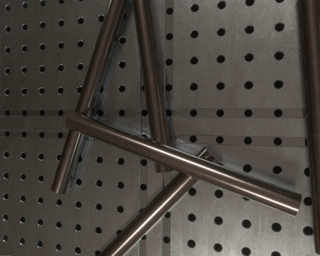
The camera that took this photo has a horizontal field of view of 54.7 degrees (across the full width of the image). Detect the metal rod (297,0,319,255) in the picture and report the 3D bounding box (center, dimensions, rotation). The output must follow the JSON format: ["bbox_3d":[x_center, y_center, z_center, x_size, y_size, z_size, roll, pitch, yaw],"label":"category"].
[{"bbox_3d":[0.178,-0.010,0.349,0.025,0.025,0.298,-4,89,19],"label":"metal rod"}]

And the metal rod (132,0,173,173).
[{"bbox_3d":[-0.014,-0.090,0.416,0.025,0.025,0.298,-9,87,19],"label":"metal rod"}]

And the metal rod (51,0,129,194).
[{"bbox_3d":[-0.102,-0.047,0.447,0.025,0.025,0.298,21,97,18],"label":"metal rod"}]

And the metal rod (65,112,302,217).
[{"bbox_3d":[0.013,0.036,0.379,0.301,0.025,0.025,19,96,18],"label":"metal rod"}]

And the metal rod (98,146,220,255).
[{"bbox_3d":[-0.033,0.139,0.423,0.025,0.025,0.299,46,104,14],"label":"metal rod"}]
